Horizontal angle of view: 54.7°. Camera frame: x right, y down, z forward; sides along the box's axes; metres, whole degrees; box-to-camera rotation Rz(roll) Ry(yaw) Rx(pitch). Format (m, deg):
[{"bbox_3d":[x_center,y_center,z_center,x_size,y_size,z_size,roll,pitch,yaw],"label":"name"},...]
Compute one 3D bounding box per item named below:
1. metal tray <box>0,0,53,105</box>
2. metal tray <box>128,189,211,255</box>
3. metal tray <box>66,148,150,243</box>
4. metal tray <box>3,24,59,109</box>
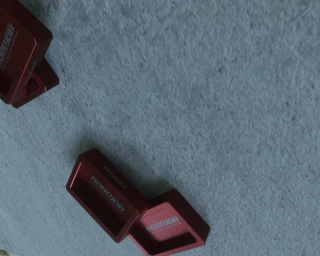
[{"bbox_3d":[-0.203,-0.103,0.404,0.090,0.030,0.129,43,129,-3],"label":"metal tray"},{"bbox_3d":[0.004,0.159,0.498,0.130,0.030,0.090,-34,100,38],"label":"metal tray"},{"bbox_3d":[-0.086,0.106,0.489,0.130,0.030,0.089,41,125,16],"label":"metal tray"},{"bbox_3d":[-0.217,-0.101,0.452,0.090,0.030,0.130,-20,108,35],"label":"metal tray"}]
